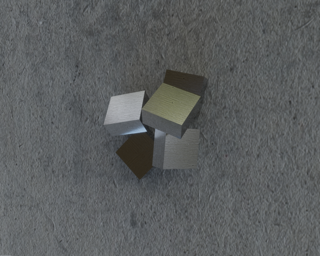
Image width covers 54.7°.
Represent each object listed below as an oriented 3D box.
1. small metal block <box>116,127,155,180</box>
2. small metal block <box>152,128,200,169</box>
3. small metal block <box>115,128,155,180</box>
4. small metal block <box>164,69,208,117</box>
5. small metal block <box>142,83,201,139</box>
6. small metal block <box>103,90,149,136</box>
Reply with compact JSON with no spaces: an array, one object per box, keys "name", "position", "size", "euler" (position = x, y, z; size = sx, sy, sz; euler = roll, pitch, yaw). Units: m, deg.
[{"name":"small metal block","position":[-0.022,0.033,0.417],"size":[0.050,0.025,0.050],"euler":[-46,76,14]},{"name":"small metal block","position":[0.020,0.024,0.387],"size":[0.025,0.050,0.050],"euler":[6,92,58]},{"name":"small metal block","position":[-0.022,0.033,0.417],"size":[0.050,0.025,0.050],"euler":[-46,76,14]},{"name":"small metal block","position":[0.030,-0.045,0.399],"size":[0.050,0.025,0.050],"euler":[15,95,19]},{"name":"small metal block","position":[0.014,-0.021,0.364],"size":[0.050,0.025,0.050],"euler":[23,54,18]},{"name":"small metal block","position":[-0.042,-0.019,0.411],"size":[0.050,0.025,0.050],"euler":[-8,50,19]}]
